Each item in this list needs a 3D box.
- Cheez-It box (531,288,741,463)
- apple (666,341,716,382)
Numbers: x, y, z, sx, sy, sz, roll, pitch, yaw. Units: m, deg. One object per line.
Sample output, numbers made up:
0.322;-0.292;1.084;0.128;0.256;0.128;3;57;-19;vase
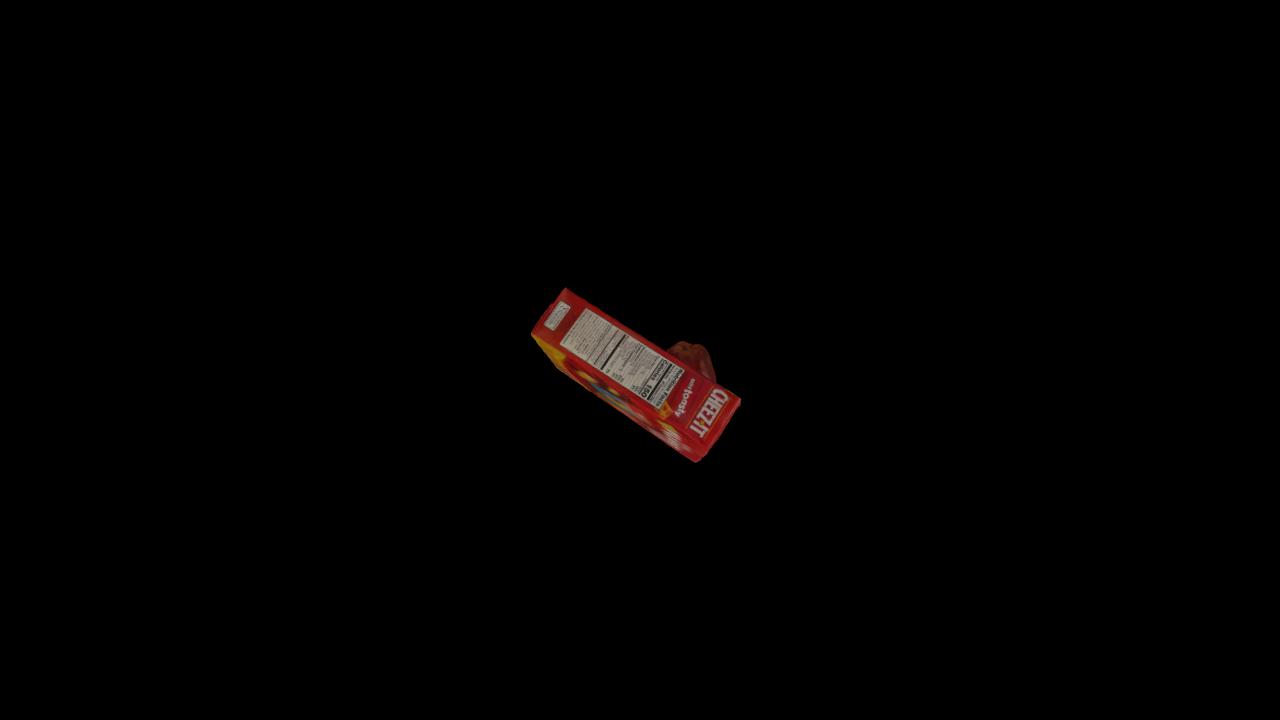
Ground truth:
-0.004;0.025;0.700;0.223;0.071;0.166;33;-10;9;Cheez-It box
0.056;0.025;0.758;0.079;0.093;0.079;-3;31;2;apple
